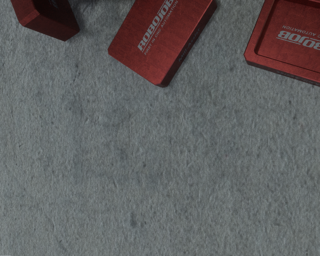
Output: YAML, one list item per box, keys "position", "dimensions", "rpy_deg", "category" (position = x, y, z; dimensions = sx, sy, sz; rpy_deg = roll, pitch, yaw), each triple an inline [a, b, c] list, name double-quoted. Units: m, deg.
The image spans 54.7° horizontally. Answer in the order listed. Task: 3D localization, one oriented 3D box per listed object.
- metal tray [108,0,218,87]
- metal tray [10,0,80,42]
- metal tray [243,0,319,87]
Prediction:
- position: [0.002, -0.130, 0.405]
  dimensions: [0.090, 0.030, 0.129]
  rpy_deg: [36, 101, 16]
  category: "metal tray"
- position: [-0.171, -0.194, 0.432]
  dimensions: [0.030, 0.090, 0.129]
  rpy_deg: [-26, 82, 20]
  category: "metal tray"
- position: [0.172, -0.098, 0.345]
  dimensions: [0.130, 0.030, 0.089]
  rpy_deg: [22, 97, 18]
  category: "metal tray"
